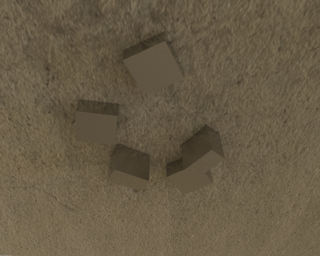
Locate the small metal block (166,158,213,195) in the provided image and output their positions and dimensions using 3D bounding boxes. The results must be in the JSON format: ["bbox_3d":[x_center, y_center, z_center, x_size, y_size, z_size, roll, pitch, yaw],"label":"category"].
[{"bbox_3d":[0.044,0.069,0.467,0.050,0.025,0.050,-26,126,20],"label":"small metal block"}]

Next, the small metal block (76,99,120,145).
[{"bbox_3d":[-0.081,-0.007,0.400,0.050,0.025,0.050,6,130,-6],"label":"small metal block"}]

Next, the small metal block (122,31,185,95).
[{"bbox_3d":[-0.006,-0.071,0.346,0.050,0.025,0.050,-21,128,16],"label":"small metal block"}]

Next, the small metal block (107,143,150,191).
[{"bbox_3d":[-0.043,0.055,0.437,0.050,0.050,0.025,22,127,-18],"label":"small metal block"}]

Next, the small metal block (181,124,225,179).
[{"bbox_3d":[0.057,0.032,0.419,0.025,0.050,0.050,33,122,-25],"label":"small metal block"}]
